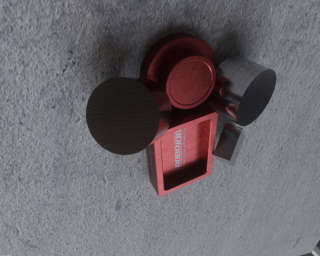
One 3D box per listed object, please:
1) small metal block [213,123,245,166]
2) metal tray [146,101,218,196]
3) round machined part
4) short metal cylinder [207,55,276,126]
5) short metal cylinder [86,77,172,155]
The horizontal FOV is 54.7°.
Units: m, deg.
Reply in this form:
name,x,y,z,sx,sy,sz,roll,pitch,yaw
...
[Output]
name,x,y,z,sx,sy,sz,roll,pitch,yaw
small metal block,0.103,0.025,0.458,0.050,0.025,0.050,-67,157,-8
metal tray,0.029,0.030,0.425,0.091,0.030,0.129,-20,136,-17
round machined part,0.028,-0.062,0.375,0.099,0.042,0.097,-14,124,-21
short metal cylinder,0.106,-0.049,0.406,0.081,0.050,0.079,-29,138,-30
short metal cylinder,-0.032,-0.015,0.337,0.080,0.080,0.050,-61,170,15
